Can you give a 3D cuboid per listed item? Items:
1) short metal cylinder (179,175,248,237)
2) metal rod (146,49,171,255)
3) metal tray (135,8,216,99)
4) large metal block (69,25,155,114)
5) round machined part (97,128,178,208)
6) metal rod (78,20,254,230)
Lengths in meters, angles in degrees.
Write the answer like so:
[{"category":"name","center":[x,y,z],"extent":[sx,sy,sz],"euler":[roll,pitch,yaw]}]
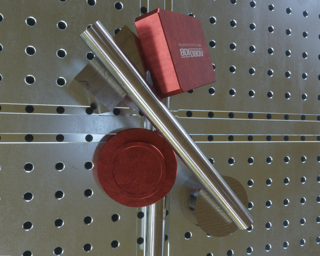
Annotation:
[{"category":"short metal cylinder","center":[0.073,0.102,0.428],"extent":[0.081,0.050,0.079],"euler":[0,90,-21]},{"category":"metal rod","center":[-0.001,0.020,0.413],"extent":[0.025,0.025,0.298],"euler":[3,89,-20]},{"category":"metal tray","center":[0.026,-0.090,0.378],"extent":[0.131,0.030,0.089],"euler":[-27,102,-61]},{"category":"large metal block","center":[-0.058,-0.064,0.363],"extent":[0.050,0.080,0.080],"euler":[43,76,-15]},{"category":"round machined part","center":[-0.027,0.049,0.378],"extent":[0.099,0.042,0.097],"euler":[0,90,-3]},{"category":"metal rod","center":[0.021,0.013,0.346],"extent":[0.025,0.025,0.300],"euler":[-45,112,-14]}]
